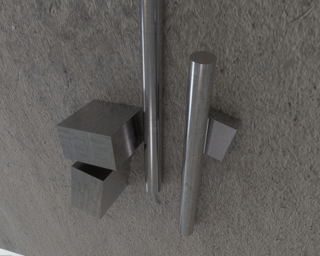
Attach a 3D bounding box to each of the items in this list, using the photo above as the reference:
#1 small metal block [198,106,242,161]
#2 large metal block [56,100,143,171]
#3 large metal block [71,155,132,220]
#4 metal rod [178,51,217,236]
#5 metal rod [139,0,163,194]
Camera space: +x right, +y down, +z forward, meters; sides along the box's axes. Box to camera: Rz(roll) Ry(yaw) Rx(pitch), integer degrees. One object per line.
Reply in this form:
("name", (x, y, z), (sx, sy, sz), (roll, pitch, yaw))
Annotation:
("small metal block", (0.064, 0.005, 0.377), (0.050, 0.025, 0.050), (26, 127, 12))
("large metal block", (-0.075, 0.006, 0.414), (0.080, 0.080, 0.050), (10, 123, 23))
("large metal block", (-0.086, 0.073, 0.461), (0.050, 0.080, 0.079), (22, 127, 15))
("metal rod", (0.040, 0.046, 0.385), (0.025, 0.025, 0.298), (17, 134, 18))
("metal rod", (-0.010, -0.036, 0.389), (0.025, 0.025, 0.298), (14, 124, 20))
